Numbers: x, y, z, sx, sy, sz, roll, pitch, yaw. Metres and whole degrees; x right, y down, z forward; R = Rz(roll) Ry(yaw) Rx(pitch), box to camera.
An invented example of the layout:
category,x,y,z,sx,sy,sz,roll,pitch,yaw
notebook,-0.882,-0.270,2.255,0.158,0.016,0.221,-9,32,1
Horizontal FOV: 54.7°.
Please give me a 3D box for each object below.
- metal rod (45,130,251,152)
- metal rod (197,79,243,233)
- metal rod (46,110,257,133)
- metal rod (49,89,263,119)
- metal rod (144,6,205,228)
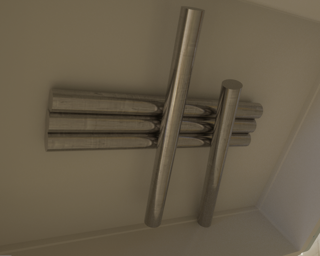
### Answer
category,x,y,z,sx,sy,sz,roll,pitch,yaw
metal rod,0.004,0.016,0.421,0.303,0.025,0.025,1,118,-29
metal rod,0.083,0.063,0.468,0.025,0.025,0.298,-15,132,-20
metal rod,0.010,-0.006,0.410,0.303,0.025,0.025,1,118,-29
metal rod,0.017,-0.028,0.401,0.303,0.025,0.025,1,118,-29
metal rod,0.012,0.007,0.387,0.025,0.025,0.298,-5,121,-26
